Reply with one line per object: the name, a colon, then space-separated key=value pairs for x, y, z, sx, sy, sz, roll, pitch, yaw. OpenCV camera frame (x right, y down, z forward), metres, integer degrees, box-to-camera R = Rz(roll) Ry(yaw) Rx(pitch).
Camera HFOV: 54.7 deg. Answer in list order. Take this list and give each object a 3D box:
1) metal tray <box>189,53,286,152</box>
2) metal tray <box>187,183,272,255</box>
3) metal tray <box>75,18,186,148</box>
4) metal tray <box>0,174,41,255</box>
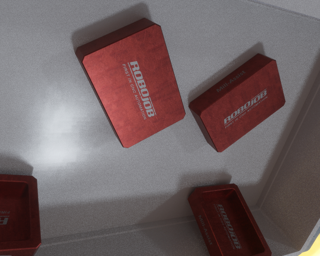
metal tray: x=0.115 y=-0.035 z=0.449 sx=0.130 sy=0.030 sz=0.090 roll=-36 pitch=130 yaw=-5
metal tray: x=0.110 y=0.156 z=0.498 sx=0.091 sy=0.130 sz=0.030 roll=0 pitch=140 yaw=-29
metal tray: x=-0.028 y=-0.048 z=0.361 sx=0.090 sy=0.030 sz=0.129 roll=-28 pitch=128 yaw=-11
metal tray: x=-0.193 y=0.089 z=0.311 sx=0.131 sy=0.090 sz=0.030 roll=10 pitch=131 yaw=-34
